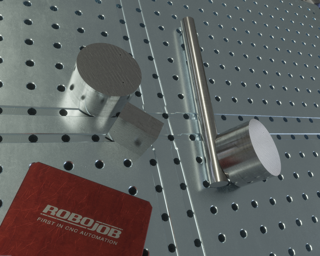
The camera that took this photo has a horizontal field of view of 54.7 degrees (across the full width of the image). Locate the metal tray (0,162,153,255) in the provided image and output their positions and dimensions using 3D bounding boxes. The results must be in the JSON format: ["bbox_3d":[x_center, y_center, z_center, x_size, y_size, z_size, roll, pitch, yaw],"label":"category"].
[{"bbox_3d":[-0.079,0.098,0.302,0.131,0.030,0.090,23,53,-14],"label":"metal tray"}]

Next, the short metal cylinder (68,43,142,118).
[{"bbox_3d":[-0.070,-0.060,0.391,0.081,0.050,0.080,14,56,-21],"label":"short metal cylinder"}]

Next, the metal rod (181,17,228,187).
[{"bbox_3d":[0.063,-0.057,0.476,0.025,0.025,0.299,8,58,-24],"label":"metal rod"}]

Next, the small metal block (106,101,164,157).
[{"bbox_3d":[-0.031,0.003,0.374,0.050,0.050,0.025,31,52,-9],"label":"small metal block"}]

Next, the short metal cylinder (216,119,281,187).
[{"bbox_3d":[0.120,0.034,0.419,0.080,0.050,0.080,31,45,-36],"label":"short metal cylinder"}]
